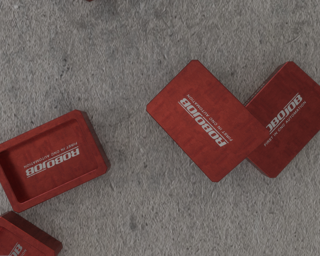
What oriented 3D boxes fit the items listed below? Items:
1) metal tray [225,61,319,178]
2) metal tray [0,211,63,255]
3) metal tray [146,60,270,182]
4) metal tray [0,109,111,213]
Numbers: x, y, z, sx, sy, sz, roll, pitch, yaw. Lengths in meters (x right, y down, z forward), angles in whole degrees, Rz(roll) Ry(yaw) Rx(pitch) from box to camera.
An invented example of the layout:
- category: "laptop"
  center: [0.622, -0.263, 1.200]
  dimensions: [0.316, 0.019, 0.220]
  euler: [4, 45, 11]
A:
- category: "metal tray"
  center: [0.155, -0.011, 0.409]
  dimensions: [0.090, 0.030, 0.130]
  euler: [43, 90, 0]
- category: "metal tray"
  center: [-0.203, 0.188, 0.405]
  dimensions: [0.090, 0.030, 0.130]
  euler: [34, 90, 0]
- category: "metal tray"
  center: [0.058, -0.009, 0.388]
  dimensions: [0.090, 0.030, 0.130]
  euler: [-44, 80, 11]
- category: "metal tray"
  center: [-0.143, 0.042, 0.406]
  dimensions: [0.131, 0.030, 0.090]
  euler: [-25, 90, 0]
